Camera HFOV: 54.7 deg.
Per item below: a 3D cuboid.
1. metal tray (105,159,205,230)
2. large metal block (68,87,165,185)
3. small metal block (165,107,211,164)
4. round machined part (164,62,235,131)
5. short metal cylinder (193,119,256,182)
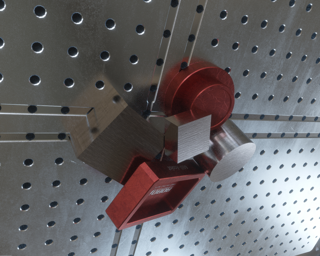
[{"bbox_3d":[-0.001,0.087,0.424,0.090,0.030,0.131,-54,151,19],"label":"metal tray"},{"bbox_3d":[-0.049,0.012,0.376,0.080,0.050,0.080,-46,129,4],"label":"large metal block"},{"bbox_3d":[0.033,0.008,0.374,0.050,0.025,0.050,-20,124,-31],"label":"small metal block"},{"bbox_3d":[0.059,-0.034,0.411,0.099,0.042,0.097,-14,124,-21],"label":"round machined part"},{"bbox_3d":[0.091,0.033,0.450,0.081,0.050,0.080,-25,145,-19],"label":"short metal cylinder"}]
